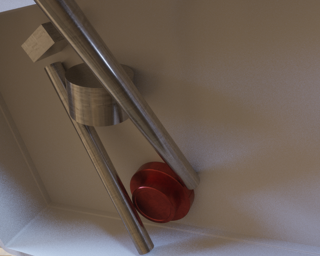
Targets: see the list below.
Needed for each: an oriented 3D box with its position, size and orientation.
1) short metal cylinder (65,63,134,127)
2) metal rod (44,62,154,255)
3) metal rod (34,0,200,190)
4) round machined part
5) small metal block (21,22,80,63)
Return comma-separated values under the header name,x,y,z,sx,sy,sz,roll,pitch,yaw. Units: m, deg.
name,x,y,z,sx,sy,sz,roll,pitch,yaw
short metal cylinder,-0.073,-0.044,0.383,0.080,0.080,0.050,16,125,18
metal rod,-0.085,0.047,0.446,0.025,0.025,0.299,-22,97,36
metal rod,-0.020,-0.014,0.331,0.025,0.025,0.300,-4,142,30
round machined part,-0.002,0.102,0.460,0.098,0.042,0.097,13,124,20
small metal block,-0.138,-0.113,0.393,0.050,0.050,0.025,-25,105,36
